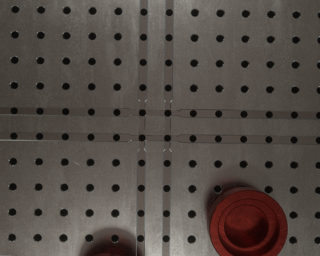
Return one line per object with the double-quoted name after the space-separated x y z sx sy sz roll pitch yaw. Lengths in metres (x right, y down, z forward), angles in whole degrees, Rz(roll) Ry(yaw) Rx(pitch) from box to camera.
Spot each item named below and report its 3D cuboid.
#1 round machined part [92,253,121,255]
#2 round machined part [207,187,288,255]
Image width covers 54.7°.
-0.070 0.211 0.404 0.099 0.042 0.097 0 90 -1 "round machined part"
0.110 0.126 0.407 0.099 0.042 0.097 0 90 -1 "round machined part"
